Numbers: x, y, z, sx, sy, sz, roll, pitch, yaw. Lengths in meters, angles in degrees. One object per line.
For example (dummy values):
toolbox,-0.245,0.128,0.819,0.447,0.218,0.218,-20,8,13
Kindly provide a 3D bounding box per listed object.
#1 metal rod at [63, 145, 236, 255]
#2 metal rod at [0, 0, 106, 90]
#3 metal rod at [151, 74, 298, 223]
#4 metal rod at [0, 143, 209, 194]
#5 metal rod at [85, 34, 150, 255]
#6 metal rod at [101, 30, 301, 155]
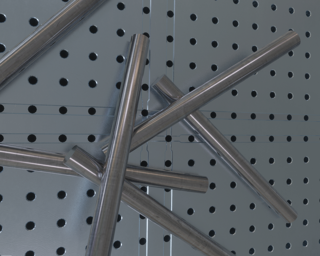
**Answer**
metal rod,0.008,0.117,0.399,0.301,0.025,0.025,39,78,-22
metal rod,-0.158,-0.082,0.354,0.301,0.025,0.025,-47,105,-14
metal rod,0.101,0.038,0.449,0.300,0.025,0.025,44,76,-15
metal rod,-0.077,0.051,0.383,0.302,0.025,0.025,12,86,-20
metal rod,-0.047,0.023,0.351,0.025,0.025,0.299,16,68,-19
metal rod,0.060,-0.045,0.403,0.301,0.025,0.025,-32,101,-11
